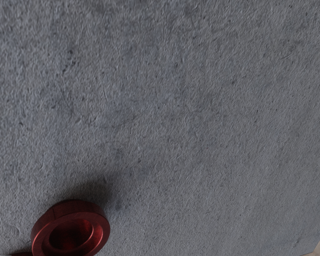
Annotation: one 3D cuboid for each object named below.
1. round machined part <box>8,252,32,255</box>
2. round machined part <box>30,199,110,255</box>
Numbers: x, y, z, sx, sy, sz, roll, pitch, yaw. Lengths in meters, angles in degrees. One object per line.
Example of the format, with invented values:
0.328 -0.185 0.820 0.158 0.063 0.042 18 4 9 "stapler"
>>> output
-0.196 0.222 0.426 0.099 0.042 0.097 -14 124 -21 "round machined part"
-0.120 0.135 0.413 0.099 0.042 0.097 -14 124 -21 "round machined part"
